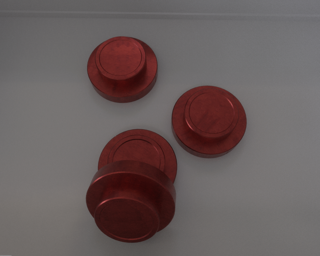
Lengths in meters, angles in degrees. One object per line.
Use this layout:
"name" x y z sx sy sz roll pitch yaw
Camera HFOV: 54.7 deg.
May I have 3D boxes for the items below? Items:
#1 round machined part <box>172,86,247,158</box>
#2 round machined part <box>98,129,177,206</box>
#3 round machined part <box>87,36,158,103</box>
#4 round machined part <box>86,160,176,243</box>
"round machined part" 0.065 -0.013 0.405 0.099 0.042 0.098 0 70 0
"round machined part" -0.028 0.046 0.383 0.099 0.042 0.098 0 70 0
"round machined part" -0.052 -0.088 0.432 0.099 0.042 0.098 0 70 0
"round machined part" -0.033 0.086 0.337 0.099 0.097 0.042 7 32 2
